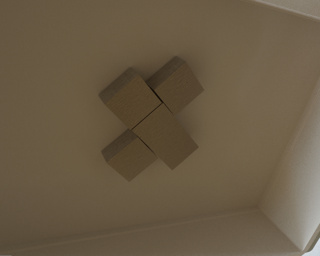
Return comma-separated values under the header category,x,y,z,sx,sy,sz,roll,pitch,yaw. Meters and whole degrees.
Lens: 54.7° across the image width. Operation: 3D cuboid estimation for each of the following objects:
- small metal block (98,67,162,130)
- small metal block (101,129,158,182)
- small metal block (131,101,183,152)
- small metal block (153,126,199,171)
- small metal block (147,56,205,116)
category,x,y,z,sx,sy,sz,roll,pitch,yaw
small metal block,-0.035,-0.034,0.366,0.050,0.025,0.050,-41,130,0
small metal block,-0.039,0.036,0.407,0.050,0.025,0.050,-40,130,0
small metal block,-0.007,-0.006,0.397,0.050,0.025,0.050,-41,130,0
small metal block,0.018,0.023,0.430,0.050,0.025,0.050,-41,130,0
small metal block,0.019,-0.052,0.384,0.050,0.025,0.050,-42,130,-1
